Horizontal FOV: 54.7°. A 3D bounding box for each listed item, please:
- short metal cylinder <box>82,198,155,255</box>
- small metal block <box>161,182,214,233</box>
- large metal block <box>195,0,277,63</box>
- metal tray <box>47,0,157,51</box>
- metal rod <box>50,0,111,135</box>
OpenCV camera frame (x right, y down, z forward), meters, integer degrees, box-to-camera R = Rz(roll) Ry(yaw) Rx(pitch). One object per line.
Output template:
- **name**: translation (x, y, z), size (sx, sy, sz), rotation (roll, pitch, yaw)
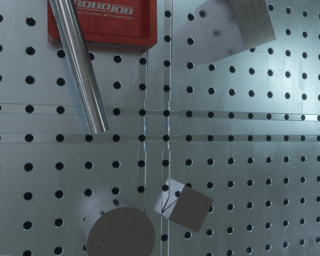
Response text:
- **short metal cylinder**: translation (-0.052, 0.131, 0.381), size (0.081, 0.050, 0.079), rotation (0, 90, -21)
- **small metal block**: translation (0.038, 0.109, 0.428), size (0.050, 0.025, 0.050), rotation (30, 80, -18)
- **large metal block**: translation (0.100, -0.142, 0.422), size (0.050, 0.080, 0.080), rotation (-22, 98, -19)
- **metal tray**: translation (-0.070, -0.148, 0.384), size (0.131, 0.030, 0.089), rotation (-1, 90, -21)
- **metal rod**: translation (-0.108, -0.139, 0.340), size (0.025, 0.025, 0.298), rotation (-17, 96, -20)
